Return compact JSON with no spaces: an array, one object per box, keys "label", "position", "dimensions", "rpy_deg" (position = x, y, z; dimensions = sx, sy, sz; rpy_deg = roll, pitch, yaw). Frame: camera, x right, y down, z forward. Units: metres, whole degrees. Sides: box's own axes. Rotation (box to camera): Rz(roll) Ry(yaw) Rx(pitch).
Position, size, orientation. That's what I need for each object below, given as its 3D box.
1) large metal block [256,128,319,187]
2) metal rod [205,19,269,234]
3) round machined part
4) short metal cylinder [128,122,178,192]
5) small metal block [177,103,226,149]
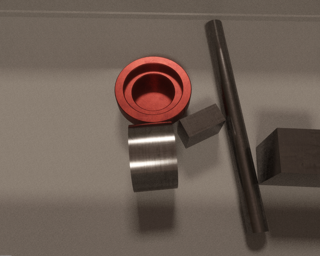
[{"label":"large metal block","position":[0.168,0.038,0.369],"dimensions":[0.081,0.080,0.050],"rpy_deg":[2,70,0]},{"label":"metal rod","position":[0.098,-0.016,0.416],"dimensions":[0.025,0.025,0.299],"rpy_deg":[-6,70,-3]},{"label":"round machined part","position":[-0.008,-0.043,0.415],"dimensions":[0.099,0.042,0.098],"rpy_deg":[0,67,0]},{"label":"short metal cylinder","position":[-0.008,0.034,0.368],"dimensions":[0.050,0.080,0.080],"rpy_deg":[-5,70,-2]},{"label":"small metal block","position":[0.052,-0.001,0.398],"dimensions":[0.050,0.050,0.025],"rpy_deg":[-25,72,-9]}]
